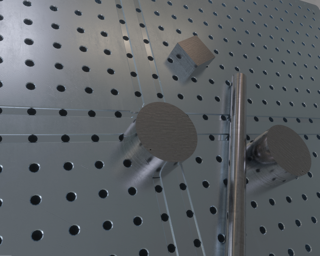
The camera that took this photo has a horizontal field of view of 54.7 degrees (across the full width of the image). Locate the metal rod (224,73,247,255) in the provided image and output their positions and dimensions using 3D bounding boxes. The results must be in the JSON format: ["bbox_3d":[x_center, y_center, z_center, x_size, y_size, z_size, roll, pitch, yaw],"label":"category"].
[{"bbox_3d":[0.112,0.034,0.447,0.025,0.025,0.300,23,53,-15],"label":"metal rod"}]

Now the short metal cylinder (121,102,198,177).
[{"bbox_3d":[-0.001,0.015,0.383,0.081,0.050,0.080,13,56,-21],"label":"short metal cylinder"}]

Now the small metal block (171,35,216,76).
[{"bbox_3d":[0.055,-0.121,0.512,0.050,0.025,0.050,-33,80,-38],"label":"small metal block"}]

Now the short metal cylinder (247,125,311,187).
[{"bbox_3d":[0.174,0.042,0.461,0.081,0.050,0.080,14,56,-21],"label":"short metal cylinder"}]
